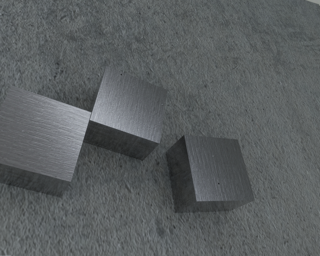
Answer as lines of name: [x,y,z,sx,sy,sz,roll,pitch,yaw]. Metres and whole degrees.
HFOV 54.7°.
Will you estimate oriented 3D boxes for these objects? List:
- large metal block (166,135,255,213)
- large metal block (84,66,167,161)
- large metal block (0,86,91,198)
large metal block: [0.060,0.058,0.384,0.081,0.050,0.080,6,59,-25]
large metal block: [-0.042,-0.017,0.375,0.080,0.050,0.080,20,54,-17]
large metal block: [-0.124,0.015,0.312,0.080,0.050,0.080,19,54,-17]
